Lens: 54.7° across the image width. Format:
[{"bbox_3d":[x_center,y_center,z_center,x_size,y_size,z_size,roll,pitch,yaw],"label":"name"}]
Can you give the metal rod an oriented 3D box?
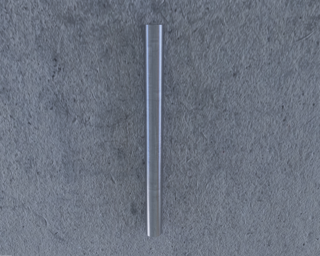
[{"bbox_3d":[-0.008,0.017,0.417,0.025,0.025,0.298,0,110,-1],"label":"metal rod"}]
